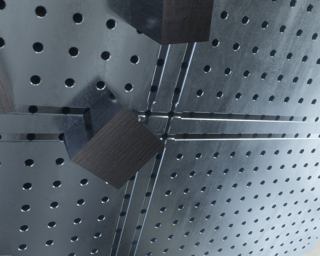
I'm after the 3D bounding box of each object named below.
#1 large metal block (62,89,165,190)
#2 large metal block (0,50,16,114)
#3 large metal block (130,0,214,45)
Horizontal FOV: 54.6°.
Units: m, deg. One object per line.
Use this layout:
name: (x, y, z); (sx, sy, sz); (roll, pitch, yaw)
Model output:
large metal block: (-0.055, 0.015, 0.374); (0.080, 0.050, 0.080); (-44, 129, 3)
large metal block: (-0.179, -0.050, 0.266); (0.081, 0.050, 0.080); (-16, 125, -20)
large metal block: (0.009, -0.132, 0.298); (0.050, 0.080, 0.079); (-11, 123, -23)
